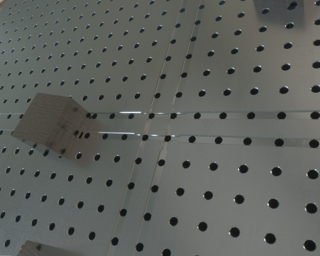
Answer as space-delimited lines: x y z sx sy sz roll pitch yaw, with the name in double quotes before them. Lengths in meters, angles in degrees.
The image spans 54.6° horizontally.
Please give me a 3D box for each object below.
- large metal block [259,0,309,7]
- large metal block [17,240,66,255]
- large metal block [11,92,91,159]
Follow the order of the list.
"large metal block" 0.182 -0.223 0.434 0.080 0.050 0.080 30 78 37
"large metal block" -0.134 0.187 0.349 0.080 0.050 0.080 20 72 35
"large metal block" -0.169 -0.005 0.486 0.080 0.050 0.080 11 67 32
